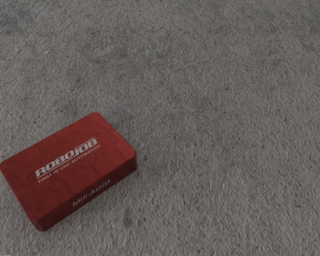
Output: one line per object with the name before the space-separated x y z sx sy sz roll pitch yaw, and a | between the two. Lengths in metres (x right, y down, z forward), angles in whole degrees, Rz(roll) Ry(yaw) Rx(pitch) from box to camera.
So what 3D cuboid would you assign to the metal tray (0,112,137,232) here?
metal tray | -0.104 0.044 0.362 0.131 0.030 0.090 -32 57 -24
